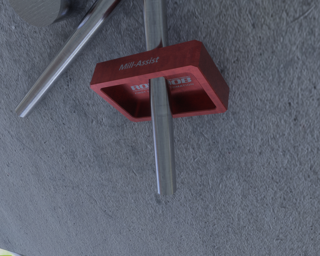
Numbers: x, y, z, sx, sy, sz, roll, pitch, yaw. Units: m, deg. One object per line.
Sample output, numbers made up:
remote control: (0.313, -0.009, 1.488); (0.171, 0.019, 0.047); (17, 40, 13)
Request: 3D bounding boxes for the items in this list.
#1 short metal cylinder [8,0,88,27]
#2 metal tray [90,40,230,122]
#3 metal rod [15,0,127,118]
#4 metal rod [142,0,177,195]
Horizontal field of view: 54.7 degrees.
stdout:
short metal cylinder: (-0.131, -0.163, 0.359); (0.080, 0.050, 0.079); (13, 124, 21)
metal tray: (0.000, -0.045, 0.345); (0.130, 0.030, 0.090); (-5, 151, 30)
metal rod: (-0.127, -0.094, 0.415); (0.299, 0.025, 0.025); (-34, 99, 38)
metal rod: (-0.001, -0.061, 0.340); (0.025, 0.025, 0.298); (6, 112, 25)
